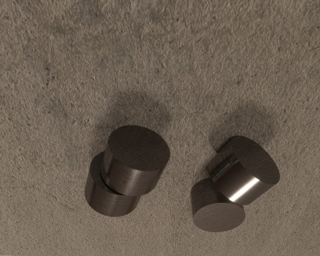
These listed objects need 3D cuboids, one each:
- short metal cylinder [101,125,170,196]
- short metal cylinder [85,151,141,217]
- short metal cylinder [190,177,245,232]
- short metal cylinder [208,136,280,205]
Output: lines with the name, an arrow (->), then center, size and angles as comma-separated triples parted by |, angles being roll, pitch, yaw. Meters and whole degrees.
short metal cylinder -> -0.033, 0.042, 0.406 | 0.081, 0.080, 0.050 | 13, 129, -12
short metal cylinder -> -0.062, 0.076, 0.435 | 0.081, 0.080, 0.050 | 13, 129, -11
short metal cylinder -> 0.091, 0.124, 0.498 | 0.081, 0.050, 0.079 | 0, 130, 0
short metal cylinder -> 0.114, 0.057, 0.421 | 0.080, 0.080, 0.050 | 24, 126, -20
